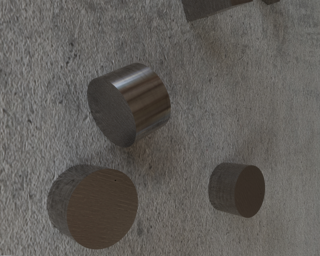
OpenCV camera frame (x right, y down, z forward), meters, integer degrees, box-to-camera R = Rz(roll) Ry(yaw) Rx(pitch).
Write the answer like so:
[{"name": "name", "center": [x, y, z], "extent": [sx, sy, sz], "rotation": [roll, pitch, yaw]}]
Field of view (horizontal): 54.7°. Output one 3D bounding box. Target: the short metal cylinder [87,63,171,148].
[{"name": "short metal cylinder", "center": [-0.035, -0.025, 0.340], "extent": [0.050, 0.080, 0.080], "rotation": [-32, 110, -36]}]

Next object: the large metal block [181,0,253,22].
[{"name": "large metal block", "center": [0.072, -0.201, 0.429], "extent": [0.050, 0.080, 0.080], "rotation": [-28, 108, -37]}]

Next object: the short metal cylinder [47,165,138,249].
[{"name": "short metal cylinder", "center": [-0.071, 0.081, 0.329], "extent": [0.081, 0.050, 0.079], "rotation": [0, 90, -40]}]

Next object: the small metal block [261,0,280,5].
[{"name": "small metal block", "center": [0.199, -0.264, 0.571], "extent": [0.050, 0.025, 0.050], "rotation": [13, 82, -39]}]

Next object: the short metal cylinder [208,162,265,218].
[{"name": "short metal cylinder", "center": [0.122, 0.097, 0.491], "extent": [0.081, 0.050, 0.079], "rotation": [0, 90, -40]}]
